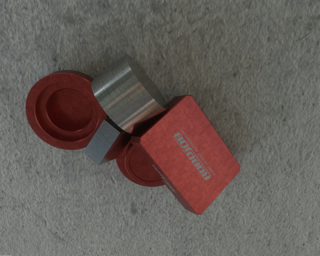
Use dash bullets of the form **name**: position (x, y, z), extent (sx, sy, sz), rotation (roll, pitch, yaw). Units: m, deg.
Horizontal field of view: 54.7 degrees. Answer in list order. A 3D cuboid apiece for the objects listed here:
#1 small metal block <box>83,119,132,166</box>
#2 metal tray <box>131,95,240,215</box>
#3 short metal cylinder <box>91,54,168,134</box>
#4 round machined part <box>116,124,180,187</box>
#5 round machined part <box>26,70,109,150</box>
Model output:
- **small metal block**: position (-0.060, 0.015, 0.383), extent (0.025, 0.050, 0.050), rotation (39, 107, 12)
- **metal tray**: position (0.036, 0.034, 0.398), extent (0.090, 0.030, 0.130), rotation (-43, 108, -19)
- **short metal cylinder**: position (-0.035, -0.040, 0.367), extent (0.050, 0.080, 0.080), rotation (-36, 107, 12)
- **round machined part**: position (-0.011, 0.037, 0.415), extent (0.099, 0.042, 0.097), rotation (0, 110, -1)
- **round machined part**: position (-0.112, -0.025, 0.391), extent (0.099, 0.042, 0.097), rotation (0, 110, -1)
